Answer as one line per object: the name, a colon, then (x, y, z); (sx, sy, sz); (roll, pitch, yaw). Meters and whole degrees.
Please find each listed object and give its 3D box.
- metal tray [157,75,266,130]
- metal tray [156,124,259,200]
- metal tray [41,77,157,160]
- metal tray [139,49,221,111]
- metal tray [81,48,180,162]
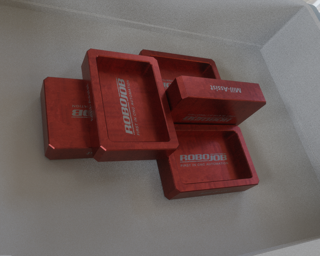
metal tray: (0.062, -0.026, 0.412); (0.131, 0.090, 0.030); (1, 62, -28)
metal tray: (0.061, 0.041, 0.409); (0.131, 0.030, 0.090); (1, 62, -28)
metal tray: (-0.069, -0.012, 0.369); (0.131, 0.030, 0.090); (0, 62, -29)
metal tray: (0.033, -0.065, 0.460); (0.131, 0.030, 0.090); (1, 61, -28)
metal tray: (-0.037, -0.028, 0.359); (0.091, 0.030, 0.130); (1, 61, -28)
